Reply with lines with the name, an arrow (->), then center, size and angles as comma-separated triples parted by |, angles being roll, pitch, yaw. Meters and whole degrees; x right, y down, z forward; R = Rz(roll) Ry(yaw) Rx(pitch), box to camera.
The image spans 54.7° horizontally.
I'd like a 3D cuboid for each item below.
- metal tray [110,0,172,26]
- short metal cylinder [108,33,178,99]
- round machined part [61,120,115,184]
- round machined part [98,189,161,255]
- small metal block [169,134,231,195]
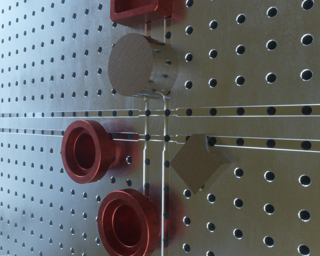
metal tray -> -0.026, -0.214, 0.425 | 0.090, 0.030, 0.129 | 3, 92, 39
short metal cylinder -> -0.023, -0.080, 0.410 | 0.080, 0.050, 0.079 | 0, 90, 40
round machined part -> -0.109, 0.036, 0.485 | 0.098, 0.042, 0.097 | 0, 90, 39
round machined part -> -0.038, 0.132, 0.428 | 0.098, 0.042, 0.097 | 0, 90, 39
small metal block -> 0.047, 0.042, 0.369 | 0.050, 0.025, 0.050 | 49, 119, 28
